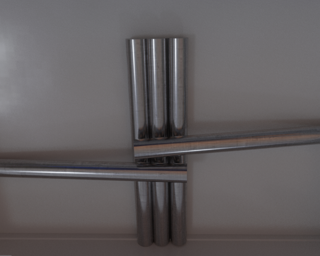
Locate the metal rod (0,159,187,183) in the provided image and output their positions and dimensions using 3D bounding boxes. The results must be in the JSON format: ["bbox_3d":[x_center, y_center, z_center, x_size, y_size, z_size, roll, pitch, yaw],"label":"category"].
[{"bbox_3d":[-0.115,0.056,0.412,0.302,0.025,0.025,1,110,5],"label":"metal rod"}]

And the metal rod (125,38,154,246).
[{"bbox_3d":[-0.025,0.033,0.422,0.025,0.025,0.298,-1,110,0],"label":"metal rod"}]

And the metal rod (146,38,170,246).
[{"bbox_3d":[-0.001,0.032,0.422,0.025,0.025,0.298,-1,110,0],"label":"metal rod"}]

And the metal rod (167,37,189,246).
[{"bbox_3d":[0.025,0.032,0.422,0.025,0.025,0.298,-1,110,0],"label":"metal rod"}]

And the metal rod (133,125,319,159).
[{"bbox_3d":[0.118,0.016,0.399,0.302,0.025,0.025,-4,110,-6],"label":"metal rod"}]
